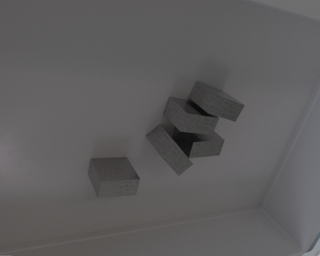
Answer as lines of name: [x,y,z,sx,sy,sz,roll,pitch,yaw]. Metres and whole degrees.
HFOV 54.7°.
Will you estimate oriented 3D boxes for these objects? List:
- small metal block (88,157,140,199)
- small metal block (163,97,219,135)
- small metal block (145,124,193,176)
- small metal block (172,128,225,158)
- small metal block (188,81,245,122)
small metal block: [-0.060,0.062,0.398,0.050,0.050,0.025,1,118,-29]
small metal block: [0.040,-0.016,0.404,0.050,0.050,0.025,7,115,-31]
small metal block: [0.012,0.030,0.417,0.025,0.050,0.050,-40,129,-1]
small metal block: [0.052,0.016,0.431,0.050,0.050,0.025,-2,120,-28]
small metal block: [0.074,-0.036,0.411,0.050,0.050,0.025,13,112,-34]
